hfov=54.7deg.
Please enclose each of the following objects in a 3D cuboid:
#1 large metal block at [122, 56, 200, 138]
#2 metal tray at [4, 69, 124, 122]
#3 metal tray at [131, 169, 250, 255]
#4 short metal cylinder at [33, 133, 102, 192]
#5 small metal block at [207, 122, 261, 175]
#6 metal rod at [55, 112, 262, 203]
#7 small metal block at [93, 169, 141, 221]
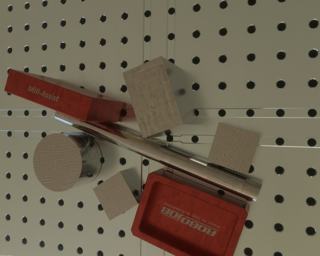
[{"bbox_3d":[0.005,-0.034,0.383,0.050,0.080,0.080,-20,84,19],"label":"large metal block"},{"bbox_3d":[-0.128,-0.043,0.422,0.130,0.090,0.030,20,97,19],"label":"metal tray"},{"bbox_3d":[0.036,0.117,0.396,0.130,0.030,0.089,19,97,18],"label":"metal tray"},{"bbox_3d":[-0.132,0.047,0.445,0.080,0.050,0.080,0,90,20],"label":"short metal cylinder"},{"bbox_3d":[0.091,0.024,0.380,0.050,0.025,0.050,18,96,19],"label":"small metal block"},{"bbox_3d":[-0.015,0.028,0.418,0.301,0.025,0.025,21,97,18],"label":"metal rod"},{"bbox_3d":[-0.057,0.093,0.433,0.050,0.025,0.050,-34,79,16],"label":"small metal block"}]
